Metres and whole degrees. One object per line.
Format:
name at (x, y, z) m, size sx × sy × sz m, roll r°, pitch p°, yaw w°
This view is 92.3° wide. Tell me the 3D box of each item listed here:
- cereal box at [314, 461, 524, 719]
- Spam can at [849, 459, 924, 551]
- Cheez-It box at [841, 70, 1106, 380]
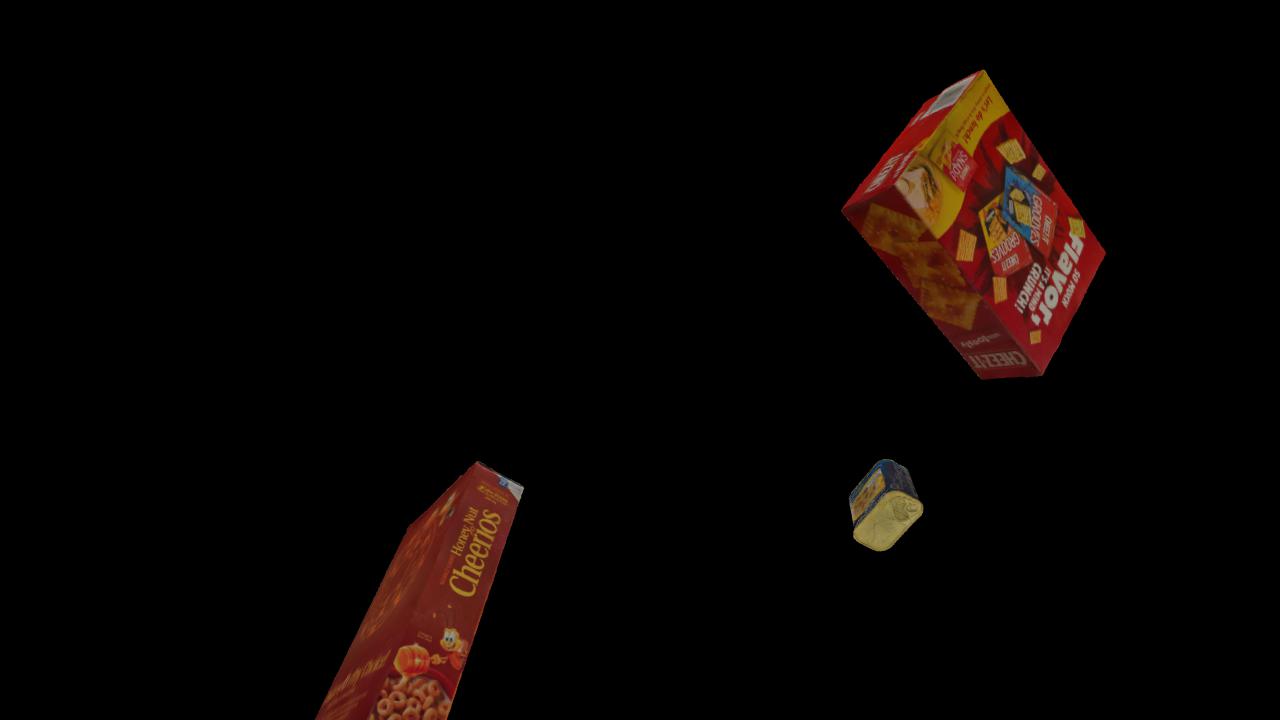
cereal box at (-0.242, 0.283, 0.670) m, size 0.081 × 0.306 × 0.203 m, roll 36°, pitch -55°, yaw -19°
Spam can at (0.343, 0.203, 0.870) m, size 0.058 × 0.101 × 0.085 m, roll 28°, pitch 26°, yaw -2°
Cheez-It box at (0.309, -0.116, 0.557) m, size 0.223 × 0.166 × 0.071 m, roll 45°, pitch -20°, yaw -13°
